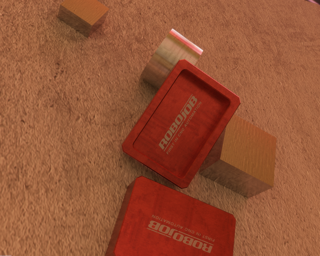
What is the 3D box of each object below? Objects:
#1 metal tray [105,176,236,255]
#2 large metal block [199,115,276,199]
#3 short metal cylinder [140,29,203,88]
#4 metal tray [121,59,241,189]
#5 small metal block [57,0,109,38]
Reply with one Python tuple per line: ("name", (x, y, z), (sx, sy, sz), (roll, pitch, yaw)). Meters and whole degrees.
("metal tray", (0.017, 0.119, 0.337), (0.131, 0.030, 0.090), (25, 53, -13))
("large metal block", (0.108, 0.037, 0.423), (0.080, 0.050, 0.080), (28, 52, -11))
("short metal cylinder", (0.016, -0.090, 0.432), (0.050, 0.080, 0.080), (34, 51, -6))
("metal tray", (0.025, -0.005, 0.375), (0.090, 0.030, 0.130), (34, 84, -6))
("small metal block", (-0.110, -0.165, 0.445), (0.050, 0.025, 0.050), (33, 51, -7))
